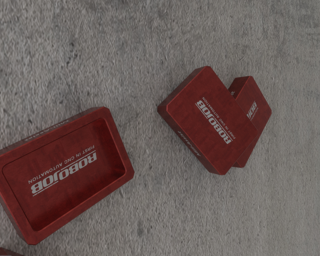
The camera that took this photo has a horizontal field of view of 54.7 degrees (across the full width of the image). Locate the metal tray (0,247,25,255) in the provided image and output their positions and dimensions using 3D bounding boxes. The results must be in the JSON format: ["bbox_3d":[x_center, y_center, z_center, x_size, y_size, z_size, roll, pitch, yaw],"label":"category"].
[{"bbox_3d":[-0.143,0.189,0.281,0.090,0.030,0.130,41,65,-32],"label":"metal tray"}]

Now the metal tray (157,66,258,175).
[{"bbox_3d":[0.070,-0.009,0.434,0.090,0.030,0.130,-46,108,-18],"label":"metal tray"}]

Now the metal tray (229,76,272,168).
[{"bbox_3d":[0.132,-0.011,0.511,0.090,0.030,0.130,50,61,-28],"label":"metal tray"}]

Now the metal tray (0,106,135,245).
[{"bbox_3d":[-0.097,0.043,0.319,0.131,0.030,0.090,-31,110,-36],"label":"metal tray"}]
